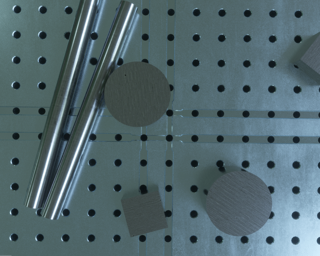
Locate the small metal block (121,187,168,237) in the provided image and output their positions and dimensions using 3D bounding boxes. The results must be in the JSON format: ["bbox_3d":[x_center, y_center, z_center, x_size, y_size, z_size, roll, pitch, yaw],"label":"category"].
[{"bbox_3d":[-0.020,0.111,0.413,0.050,0.025,0.050,-15,90,0],"label":"small metal block"}]

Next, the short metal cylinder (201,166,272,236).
[{"bbox_3d":[0.096,0.092,0.402,0.081,0.050,0.079,0,90,0],"label":"short metal cylinder"}]

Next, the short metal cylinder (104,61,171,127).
[{"bbox_3d":[-0.027,-0.041,0.400,0.081,0.050,0.079,0,90,0],"label":"short metal cylinder"}]

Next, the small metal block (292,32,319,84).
[{"bbox_3d":[0.218,-0.094,0.415,0.050,0.025,0.050,38,90,0],"label":"small metal block"}]

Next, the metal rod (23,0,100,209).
[{"bbox_3d":[-0.129,-0.041,0.412,0.025,0.025,0.298,16,90,0],"label":"metal rod"}]

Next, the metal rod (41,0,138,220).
[{"bbox_3d":[-0.094,-0.024,0.412,0.025,0.025,0.299,21,90,0],"label":"metal rod"}]
